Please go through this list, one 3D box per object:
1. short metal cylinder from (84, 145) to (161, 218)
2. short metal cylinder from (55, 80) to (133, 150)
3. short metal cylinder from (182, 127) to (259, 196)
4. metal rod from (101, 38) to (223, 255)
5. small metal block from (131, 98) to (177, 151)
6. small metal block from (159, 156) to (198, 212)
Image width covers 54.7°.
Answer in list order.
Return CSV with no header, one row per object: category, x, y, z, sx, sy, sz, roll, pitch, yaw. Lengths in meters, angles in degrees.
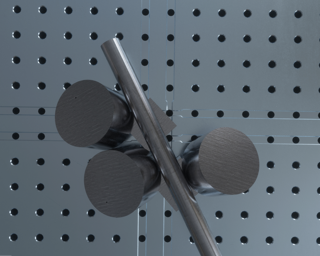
short metal cylinder,-0.045,0.063,0.383,0.080,0.050,0.079,2,95,22
short metal cylinder,-0.080,-0.014,0.383,0.080,0.050,0.080,-3,81,20
short metal cylinder,0.074,0.044,0.385,0.081,0.050,0.080,5,74,-18
metal rod,0.002,0.029,0.384,0.025,0.025,0.299,-26,90,0
small metal block,-0.014,-0.004,0.410,0.050,0.025,0.050,-43,90,0
small metal block,0.024,0.073,0.410,0.050,0.025,0.050,-40,90,0
